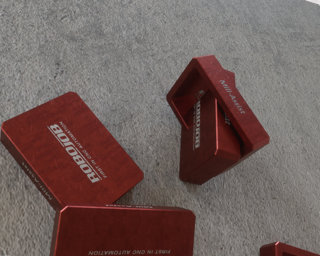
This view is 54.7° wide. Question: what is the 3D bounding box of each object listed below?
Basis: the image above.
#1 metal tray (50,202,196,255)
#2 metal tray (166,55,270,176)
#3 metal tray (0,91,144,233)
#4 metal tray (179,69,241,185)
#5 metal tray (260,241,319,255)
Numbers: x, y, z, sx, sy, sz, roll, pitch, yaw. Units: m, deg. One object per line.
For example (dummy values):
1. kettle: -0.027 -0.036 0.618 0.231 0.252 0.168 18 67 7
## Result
1. metal tray: -0.033 0.119 0.289 0.131 0.030 0.090 9 80 -24
2. metal tray: 0.066 -0.014 0.389 0.030 0.090 0.130 -18 69 -33
3. metal tray: -0.092 0.031 0.332 0.130 0.030 0.091 49 51 6
4. metal tray: 0.060 -0.003 0.395 0.030 0.090 0.130 17 55 -17
5. metal tray: 0.184 0.201 0.376 0.131 0.030 0.090 22 54 -15
